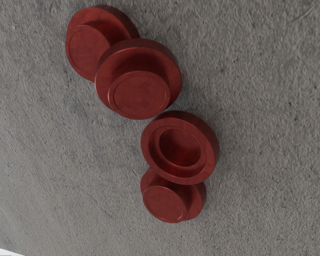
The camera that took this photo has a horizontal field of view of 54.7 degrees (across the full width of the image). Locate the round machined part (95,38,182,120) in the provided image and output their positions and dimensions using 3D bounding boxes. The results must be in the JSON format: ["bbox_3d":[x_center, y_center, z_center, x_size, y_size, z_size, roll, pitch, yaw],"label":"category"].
[{"bbox_3d":[-0.024,-0.047,0.351,0.099,0.042,0.097,-4,134,-4],"label":"round machined part"}]

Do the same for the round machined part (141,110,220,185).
[{"bbox_3d":[0.028,0.021,0.394,0.098,0.042,0.097,13,124,21],"label":"round machined part"}]

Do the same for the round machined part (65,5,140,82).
[{"bbox_3d":[-0.074,-0.095,0.376,0.098,0.042,0.097,13,124,21],"label":"round machined part"}]

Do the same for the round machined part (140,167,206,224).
[{"bbox_3d":[0.014,0.099,0.449,0.098,0.042,0.097,13,124,21],"label":"round machined part"}]
